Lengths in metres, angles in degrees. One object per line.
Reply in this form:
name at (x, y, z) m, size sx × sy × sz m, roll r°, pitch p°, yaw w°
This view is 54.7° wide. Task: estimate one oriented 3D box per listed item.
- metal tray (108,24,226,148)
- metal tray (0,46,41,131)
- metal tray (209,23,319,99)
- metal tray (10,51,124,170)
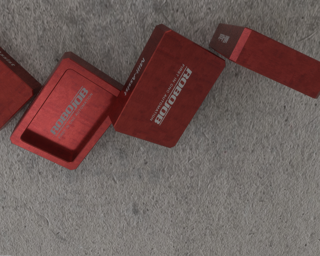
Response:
metal tray at (0.008, -0.045, 0.373) m, size 0.091 × 0.030 × 0.129 m, roll 20°, pitch 111°, yaw -32°
metal tray at (-0.227, -0.064, 0.381) m, size 0.090 × 0.030 × 0.130 m, roll -41°, pitch 105°, yaw 13°
metal tray at (0.107, -0.076, 0.327) m, size 0.090 × 0.130 × 0.030 m, roll 22°, pitch 109°, yaw -8°
metal tray at (-0.112, -0.017, 0.388) m, size 0.090 × 0.030 × 0.130 m, roll 32°, pitch 107°, yaw -26°
